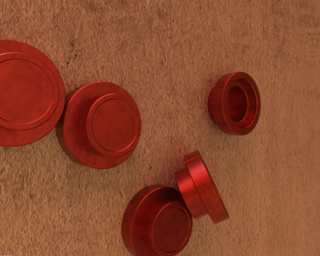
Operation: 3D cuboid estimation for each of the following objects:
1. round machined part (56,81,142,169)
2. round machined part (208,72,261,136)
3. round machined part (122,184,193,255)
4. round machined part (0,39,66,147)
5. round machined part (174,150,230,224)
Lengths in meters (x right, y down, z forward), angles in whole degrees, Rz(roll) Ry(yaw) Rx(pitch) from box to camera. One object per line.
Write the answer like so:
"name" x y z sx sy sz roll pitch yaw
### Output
"round machined part" -0.060 -0.003 0.343 0.099 0.042 0.097 0 90 -40
"round machined part" 0.113 -0.037 0.488 0.099 0.042 0.097 0 90 -40
"round machined part" 0.004 0.124 0.397 0.099 0.042 0.097 0 90 -40
"round machined part" -0.133 -0.031 0.282 0.099 0.042 0.097 0 90 -40
"round machined part" 0.052 0.082 0.414 0.042 0.098 0.098 -25 111 6
